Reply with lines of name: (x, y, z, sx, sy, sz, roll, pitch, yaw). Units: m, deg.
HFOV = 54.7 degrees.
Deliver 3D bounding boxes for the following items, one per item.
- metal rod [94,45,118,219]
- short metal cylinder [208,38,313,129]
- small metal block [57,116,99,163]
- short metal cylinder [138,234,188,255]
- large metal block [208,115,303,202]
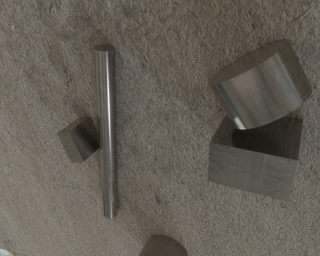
metal rod: (-0.078, 0.026, 0.463, 0.025, 0.025, 0.298, 17, 125, 18)
short metal cylinder: (0.094, -0.042, 0.296, 0.080, 0.080, 0.050, -23, 106, 36)
small metal block: (-0.118, 0.017, 0.463, 0.025, 0.050, 0.050, -7, 115, 31)
short metal cylinder: (0.003, 0.232, 0.533, 0.080, 0.050, 0.079, 13, 124, 21)
large metal block: (0.103, 0.024, 0.332, 0.080, 0.080, 0.050, 11, 123, 22)
